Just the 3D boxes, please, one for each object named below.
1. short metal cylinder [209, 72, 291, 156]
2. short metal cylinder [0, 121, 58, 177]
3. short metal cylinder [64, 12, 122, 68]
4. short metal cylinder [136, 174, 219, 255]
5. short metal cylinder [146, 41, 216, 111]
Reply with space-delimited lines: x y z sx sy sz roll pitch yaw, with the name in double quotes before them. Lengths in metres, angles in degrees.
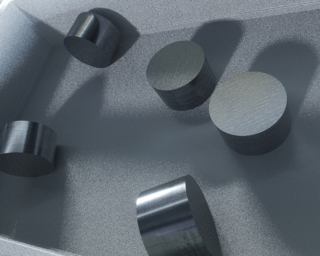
"short metal cylinder" 0.101 -0.016 0.346 0.080 0.050 0.080 -13 56 20
"short metal cylinder" -0.193 0.032 0.450 0.080 0.080 0.050 -16 56 19
"short metal cylinder" -0.111 -0.144 0.515 0.080 0.080 0.050 8 66 31
"short metal cylinder" 0.019 0.092 0.303 0.050 0.080 0.080 -23 53 14
"short metal cylinder" 0.029 -0.070 0.416 0.080 0.050 0.080 -13 56 20
